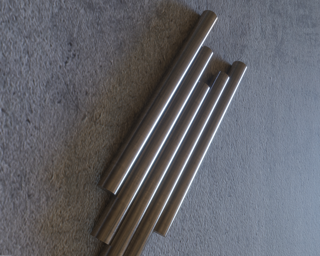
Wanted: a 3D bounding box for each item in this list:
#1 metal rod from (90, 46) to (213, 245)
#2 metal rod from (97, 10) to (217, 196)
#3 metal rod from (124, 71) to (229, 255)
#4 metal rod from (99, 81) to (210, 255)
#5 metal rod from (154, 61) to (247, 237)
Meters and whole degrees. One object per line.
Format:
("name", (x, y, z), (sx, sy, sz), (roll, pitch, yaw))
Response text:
("metal rod", (0.000, 0.006, 0.408), (0.025, 0.025, 0.300), (44, 63, -32))
("metal rod", (0.007, -0.049, 0.414), (0.025, 0.025, 0.300), (44, 64, -32))
("metal rod", (0.029, 0.039, 0.433), (0.025, 0.025, 0.300), (44, 64, -32))
("metal rod", (-0.006, 0.059, 0.403), (0.025, 0.025, 0.300), (44, 63, -32))
("metal rod", (0.065, 0.017, 0.463), (0.025, 0.025, 0.300), (44, 64, -32))
